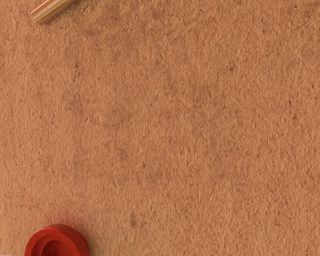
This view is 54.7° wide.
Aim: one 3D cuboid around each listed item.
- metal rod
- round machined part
[{"bbox_3d":[-0.060,-0.232,0.428,0.300,0.025,0.025,-27,81,17],"label":"metal rod"},{"bbox_3d":[-0.142,0.187,0.448,0.098,0.042,0.097,0,90,19],"label":"round machined part"}]
